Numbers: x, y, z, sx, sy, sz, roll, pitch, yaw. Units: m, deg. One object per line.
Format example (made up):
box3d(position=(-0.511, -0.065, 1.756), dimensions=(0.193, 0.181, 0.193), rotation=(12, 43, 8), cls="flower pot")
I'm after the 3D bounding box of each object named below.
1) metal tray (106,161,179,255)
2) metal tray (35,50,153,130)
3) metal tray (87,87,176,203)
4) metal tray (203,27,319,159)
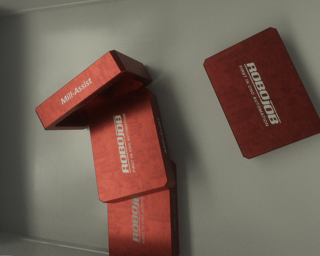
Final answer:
box3d(position=(-0.024, 0.110, 0.416), dimensions=(0.090, 0.030, 0.129), rotation=(-2, 89, 20), cls="metal tray")
box3d(position=(-0.083, -0.043, 0.405), dimensions=(0.130, 0.090, 0.030), rotation=(-33, 80, 17), cls="metal tray")
box3d(position=(-0.039, 0.022, 0.395), dimensions=(0.090, 0.030, 0.130), rotation=(-18, 70, 15), cls="metal tray")
box3d(position=(0.118, -0.039, 0.366), dimensions=(0.090, 0.030, 0.129), rotation=(-24, 82, 18), cls="metal tray")
